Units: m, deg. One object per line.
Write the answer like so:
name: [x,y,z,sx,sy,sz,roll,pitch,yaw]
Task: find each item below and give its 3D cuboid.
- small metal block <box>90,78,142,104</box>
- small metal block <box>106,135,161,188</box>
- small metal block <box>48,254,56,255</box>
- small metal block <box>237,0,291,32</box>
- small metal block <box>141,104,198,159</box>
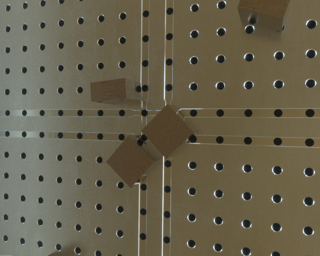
small metal block: [-0.058,-0.048,0.419,0.050,0.050,0.025,-4,89,19]
small metal block: [-0.036,0.045,0.424,0.050,0.025,0.050,44,103,14]
small metal block: [-0.175,0.224,0.459,0.025,0.050,0.050,22,97,18]
small metal block: [0.120,-0.136,0.357,0.050,0.050,0.025,21,97,18]
small metal block: [0.013,0.004,0.407,0.050,0.025,0.050,-45,77,14]
